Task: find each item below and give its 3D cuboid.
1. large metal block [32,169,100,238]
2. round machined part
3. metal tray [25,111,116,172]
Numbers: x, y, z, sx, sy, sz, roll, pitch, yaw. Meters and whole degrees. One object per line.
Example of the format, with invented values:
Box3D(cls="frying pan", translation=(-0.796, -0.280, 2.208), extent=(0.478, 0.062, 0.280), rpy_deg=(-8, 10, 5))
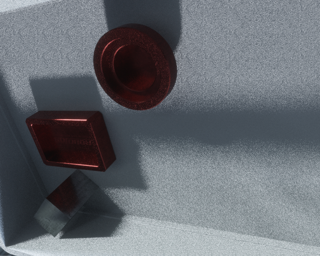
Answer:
Box3D(cls="large metal block", translation=(-0.162, 0.129, 0.536), extent=(0.050, 0.080, 0.080), rpy_deg=(41, 129, 0))
Box3D(cls="round machined part", translation=(-0.025, -0.073, 0.364), extent=(0.098, 0.042, 0.097), rpy_deg=(13, 124, 20))
Box3D(cls="metal tray", translation=(-0.141, 0.019, 0.489), extent=(0.130, 0.030, 0.089), rpy_deg=(2, 119, 27))
